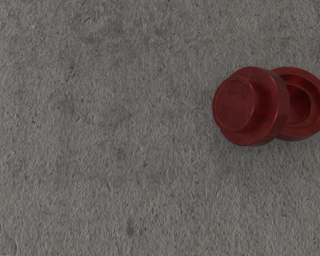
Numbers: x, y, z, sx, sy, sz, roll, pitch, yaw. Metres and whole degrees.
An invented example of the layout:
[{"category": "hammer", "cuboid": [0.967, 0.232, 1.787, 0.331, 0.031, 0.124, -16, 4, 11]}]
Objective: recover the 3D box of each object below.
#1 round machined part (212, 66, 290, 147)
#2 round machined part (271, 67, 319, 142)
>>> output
[{"category": "round machined part", "cuboid": [0.102, -0.027, 0.376, 0.042, 0.098, 0.098, 5, 66, -33]}, {"category": "round machined part", "cuboid": [0.168, -0.028, 0.410, 0.099, 0.042, 0.098, 0, 70, 0]}]
